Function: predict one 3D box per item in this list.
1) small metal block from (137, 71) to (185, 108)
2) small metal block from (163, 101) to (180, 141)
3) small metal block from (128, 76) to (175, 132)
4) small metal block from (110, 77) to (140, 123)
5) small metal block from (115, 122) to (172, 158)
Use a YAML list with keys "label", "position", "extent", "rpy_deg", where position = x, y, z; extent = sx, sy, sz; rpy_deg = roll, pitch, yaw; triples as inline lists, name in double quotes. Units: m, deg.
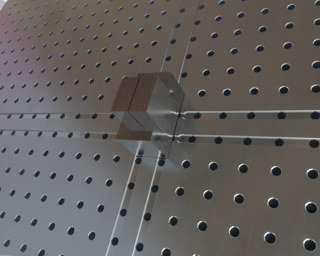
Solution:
- label: "small metal block"
  position: [-0.001, -0.051, 0.424]
  extent: [0.050, 0.050, 0.025]
  rpy_deg: [2, 63, 29]
- label: "small metal block"
  position: [-0.005, -0.012, 0.419]
  extent: [0.050, 0.025, 0.050]
  rpy_deg: [1, 62, 30]
- label: "small metal block"
  position: [-0.009, -0.029, 0.383]
  extent: [0.025, 0.050, 0.050]
  rpy_deg: [1, 62, 30]
- label: "small metal block"
  position: [-0.032, -0.030, 0.396]
  extent: [0.025, 0.050, 0.050]
  rpy_deg: [2, 63, 29]
- label: "small metal block"
  position: [-0.020, 0.015, 0.394]
  extent: [0.050, 0.050, 0.025]
  rpy_deg: [2, 62, 29]
